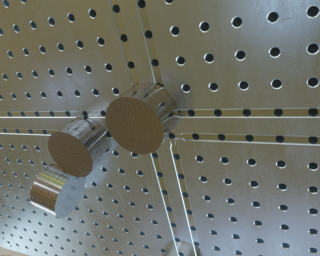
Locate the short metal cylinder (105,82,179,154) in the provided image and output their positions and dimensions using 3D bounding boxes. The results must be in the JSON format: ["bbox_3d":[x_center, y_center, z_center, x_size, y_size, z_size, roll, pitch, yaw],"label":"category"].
[{"bbox_3d":[-0.022,-0.013,0.399,0.080,0.050,0.079,13,124,21],"label":"short metal cylinder"}]

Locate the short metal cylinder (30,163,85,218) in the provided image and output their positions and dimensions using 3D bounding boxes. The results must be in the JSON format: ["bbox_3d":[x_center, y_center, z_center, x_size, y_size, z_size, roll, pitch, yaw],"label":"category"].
[{"bbox_3d":[-0.174,0.107,0.534,0.050,0.080,0.079,19,126,17],"label":"short metal cylinder"}]

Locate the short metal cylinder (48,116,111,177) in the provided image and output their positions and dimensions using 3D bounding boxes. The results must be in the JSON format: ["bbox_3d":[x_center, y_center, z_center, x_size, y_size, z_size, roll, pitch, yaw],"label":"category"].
[{"bbox_3d":[-0.123,0.028,0.478,0.080,0.050,0.079,13,124,21],"label":"short metal cylinder"}]
